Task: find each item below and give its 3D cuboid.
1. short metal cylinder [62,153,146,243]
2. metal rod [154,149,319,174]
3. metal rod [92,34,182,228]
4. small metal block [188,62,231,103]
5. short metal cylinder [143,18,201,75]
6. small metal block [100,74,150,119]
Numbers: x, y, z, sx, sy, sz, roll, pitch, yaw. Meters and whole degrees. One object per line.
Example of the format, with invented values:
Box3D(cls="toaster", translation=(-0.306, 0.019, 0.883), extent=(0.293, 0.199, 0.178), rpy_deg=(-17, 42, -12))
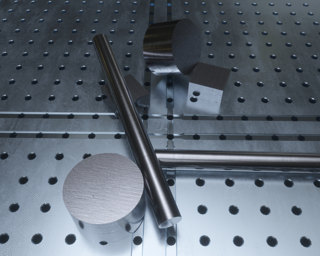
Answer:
Box3D(cls="short metal cylinder", translation=(-0.057, 0.074, 0.329), extent=(0.081, 0.050, 0.080), rpy_deg=(0, 50, 0))
Box3D(cls="metal rod", translation=(0.144, 0.041, 0.373), extent=(0.302, 0.025, 0.025), rpy_deg=(1, 50, 1))
Box3D(cls="metal rod", translation=(-0.040, -0.019, 0.393), extent=(0.025, 0.025, 0.299), rpy_deg=(-16, 56, -13))
Box3D(cls="small metal block", translation=(0.075, -0.069, 0.466), extent=(0.050, 0.025, 0.050), rpy_deg=(17, 52, 13))
Box3D(cls="short metal cylinder", translation=(0.020, -0.119, 0.463), extent=(0.050, 0.080, 0.080), rpy_deg=(6, 46, 36))
Box3D(cls="small metal block", translation=(-0.050, -0.046, 0.446), extent=(0.050, 0.025, 0.050), rpy_deg=(-28, 55, -21))
